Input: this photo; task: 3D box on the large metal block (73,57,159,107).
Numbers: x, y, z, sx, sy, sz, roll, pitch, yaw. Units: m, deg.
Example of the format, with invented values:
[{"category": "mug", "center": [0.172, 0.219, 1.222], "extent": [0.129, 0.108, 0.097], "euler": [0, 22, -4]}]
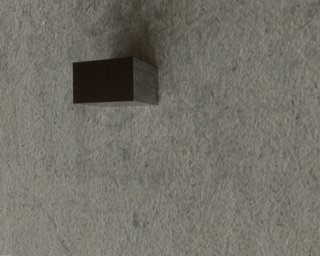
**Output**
[{"category": "large metal block", "center": [-0.054, -0.055, 0.399], "extent": [0.080, 0.080, 0.050], "euler": [-1, 90, 20]}]
